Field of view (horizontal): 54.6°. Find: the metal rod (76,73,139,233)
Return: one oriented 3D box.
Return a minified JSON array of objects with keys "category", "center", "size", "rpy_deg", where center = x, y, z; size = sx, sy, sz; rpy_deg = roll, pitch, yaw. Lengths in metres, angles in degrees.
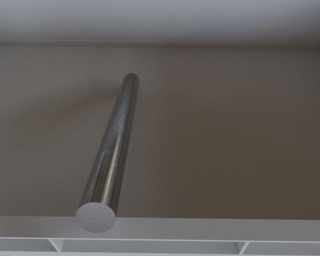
[{"category":"metal rod","center":[-0.042,-0.007,0.331],"size":[0.025,0.025,0.300],"rpy_deg":[0,25,0]}]
